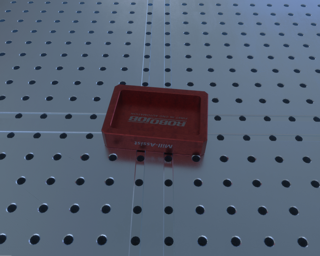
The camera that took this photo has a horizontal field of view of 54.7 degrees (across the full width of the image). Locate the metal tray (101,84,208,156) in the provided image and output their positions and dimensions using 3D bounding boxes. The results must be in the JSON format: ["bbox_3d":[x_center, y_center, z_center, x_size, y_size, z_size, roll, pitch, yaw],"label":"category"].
[{"bbox_3d":[-0.003,-0.013,0.415,0.131,0.030,0.090,5,50,4],"label":"metal tray"}]
